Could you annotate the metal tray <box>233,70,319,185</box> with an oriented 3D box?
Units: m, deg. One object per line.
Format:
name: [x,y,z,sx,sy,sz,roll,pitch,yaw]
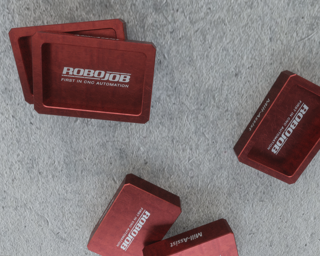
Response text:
metal tray: [0.170,0.001,0.408,0.090,0.030,0.129,25,108,-9]

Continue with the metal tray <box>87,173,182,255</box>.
metal tray: [-0.039,0.141,0.459,0.090,0.030,0.129,28,108,-10]

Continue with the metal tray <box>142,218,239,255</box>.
metal tray: [0.049,0.196,0.461,0.131,0.030,0.090,-19,119,-4]

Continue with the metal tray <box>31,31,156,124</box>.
metal tray: [-0.073,-0.057,0.352,0.131,0.030,0.089,5,110,-3]

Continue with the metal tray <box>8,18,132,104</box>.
metal tray: [-0.103,-0.080,0.376,0.131,0.030,0.089,-5,110,1]
